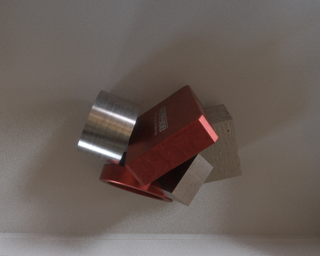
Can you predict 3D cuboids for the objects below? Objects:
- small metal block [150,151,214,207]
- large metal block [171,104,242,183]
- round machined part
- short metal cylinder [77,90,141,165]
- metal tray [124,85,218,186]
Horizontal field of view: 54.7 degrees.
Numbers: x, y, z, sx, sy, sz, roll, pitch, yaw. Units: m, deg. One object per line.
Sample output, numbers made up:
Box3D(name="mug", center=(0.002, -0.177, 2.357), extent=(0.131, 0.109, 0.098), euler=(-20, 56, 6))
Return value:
Box3D(name="small metal block", center=(0.023, 0.053, 0.344), extent=(0.025, 0.050, 0.050), euler=(43, 73, -21))
Box3D(name="large metal block", center=(0.054, 0.023, 0.398), extent=(0.080, 0.050, 0.080), euler=(-13, 114, 4))
Box3D(name="round machined part", center=(-0.025, 0.062, 0.403), extent=(0.099, 0.098, 0.042), euler=(19, 74, -8))
Box3D(name="short metal cylinder", center=(-0.062, 0.000, 0.379), extent=(0.050, 0.080, 0.079), euler=(21, 109, -8))
Box3D(name="metal tray", center=(0.009, 0.001, 0.354), extent=(0.090, 0.130, 0.030), euler=(-33, 108, 11))
